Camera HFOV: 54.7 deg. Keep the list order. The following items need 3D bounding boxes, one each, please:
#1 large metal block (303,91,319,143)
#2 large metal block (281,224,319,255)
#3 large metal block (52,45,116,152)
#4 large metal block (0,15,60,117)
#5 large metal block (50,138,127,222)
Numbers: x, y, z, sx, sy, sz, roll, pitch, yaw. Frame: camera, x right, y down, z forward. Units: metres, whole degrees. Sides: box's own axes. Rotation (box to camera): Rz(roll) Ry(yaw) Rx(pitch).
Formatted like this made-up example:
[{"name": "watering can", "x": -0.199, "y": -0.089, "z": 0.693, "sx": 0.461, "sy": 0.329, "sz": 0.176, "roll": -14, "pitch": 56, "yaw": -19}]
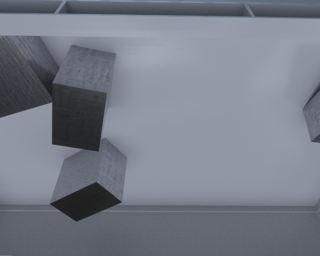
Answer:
[{"name": "large metal block", "x": 0.232, "y": -0.020, "z": 0.363, "sx": 0.081, "sy": 0.050, "sz": 0.080, "roll": 7, "pitch": 147, "yaw": -6}, {"name": "large metal block", "x": 0.292, "y": 0.230, "z": 0.593, "sx": 0.081, "sy": 0.050, "sz": 0.079, "roll": 3, "pitch": 130, "yaw": -3}, {"name": "large metal block", "x": -0.083, "y": -0.033, "z": 0.344, "sx": 0.050, "sy": 0.080, "sz": 0.079, "roll": 10, "pitch": 130, "yaw": -8}, {"name": "large metal block", "x": -0.165, "y": -0.063, "z": 0.337, "sx": 0.080, "sy": 0.050, "sz": 0.080, "roll": -15, "pitch": 129, "yaw": 12}, {"name": "large metal block", "x": -0.096, "y": 0.072, "z": 0.433, "sx": 0.080, "sy": 0.080, "sz": 0.050, "roll": -27, "pitch": 125, "yaw": 21}]
